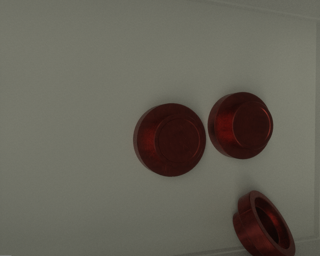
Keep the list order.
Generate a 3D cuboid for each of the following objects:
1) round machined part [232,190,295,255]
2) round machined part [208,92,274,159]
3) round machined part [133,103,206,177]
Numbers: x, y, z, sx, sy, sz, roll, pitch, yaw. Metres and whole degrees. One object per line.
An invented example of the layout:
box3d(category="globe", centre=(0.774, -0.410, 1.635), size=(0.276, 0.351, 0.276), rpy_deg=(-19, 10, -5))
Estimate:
box3d(category="round machined part", centre=(0.140, 0.141, 0.434), size=(0.098, 0.098, 0.042), rpy_deg=(42, 118, -15))
box3d(category="round machined part", centre=(0.122, -0.003, 0.446), size=(0.099, 0.042, 0.097), rpy_deg=(0, 90, -20))
box3d(category="round machined part", centre=(0.018, 0.016, 0.408), size=(0.099, 0.042, 0.097), rpy_deg=(0, 90, -20))
